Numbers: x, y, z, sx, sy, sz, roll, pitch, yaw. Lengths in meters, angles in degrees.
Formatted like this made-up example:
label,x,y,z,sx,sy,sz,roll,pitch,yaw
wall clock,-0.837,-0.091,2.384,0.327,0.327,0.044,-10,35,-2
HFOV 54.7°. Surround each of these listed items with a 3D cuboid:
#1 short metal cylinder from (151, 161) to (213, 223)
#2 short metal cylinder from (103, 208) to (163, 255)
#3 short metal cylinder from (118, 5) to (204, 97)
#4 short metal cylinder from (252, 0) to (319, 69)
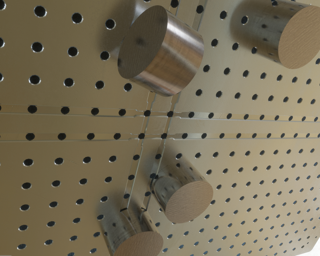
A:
label,x,y,z,sx,sy,sz,roll,pitch,yaw
short metal cylinder,0.034,0.098,0.474,0.081,0.050,0.079,-14,124,-21
short metal cylinder,-0.042,0.171,0.478,0.081,0.050,0.079,-14,124,-21
short metal cylinder,-0.001,-0.079,0.326,0.050,0.080,0.080,22,106,-36
short metal cylinder,0.171,-0.125,0.411,0.081,0.050,0.079,-14,124,-21
